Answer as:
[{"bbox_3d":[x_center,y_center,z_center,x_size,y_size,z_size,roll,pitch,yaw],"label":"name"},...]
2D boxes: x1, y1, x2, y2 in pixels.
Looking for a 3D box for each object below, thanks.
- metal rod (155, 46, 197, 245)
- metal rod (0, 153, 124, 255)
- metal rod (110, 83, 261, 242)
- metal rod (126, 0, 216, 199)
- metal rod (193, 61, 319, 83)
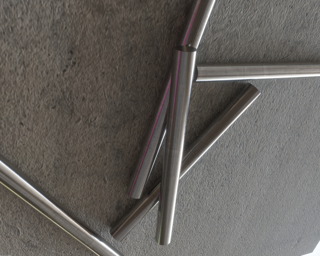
[{"bbox_3d":[0.016,0.043,0.408,0.025,0.025,0.298,-9,123,-24],"label":"metal rod"},{"bbox_3d":[-0.122,0.129,0.419,0.025,0.025,0.299,-36,129,-5],"label":"metal rod"},{"bbox_3d":[0.034,0.053,0.457,0.300,0.025,0.025,-47,129,5],"label":"metal rod"},{"bbox_3d":[0.011,-0.037,0.389,0.025,0.025,0.298,6,115,-31],"label":"metal rod"},{"bbox_3d":[0.177,-0.084,0.450,0.303,0.025,0.025,-6,121,-25],"label":"metal rod"}]
